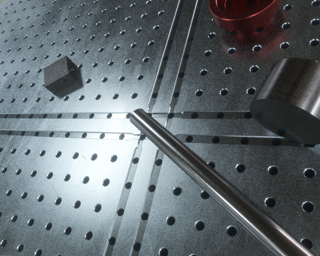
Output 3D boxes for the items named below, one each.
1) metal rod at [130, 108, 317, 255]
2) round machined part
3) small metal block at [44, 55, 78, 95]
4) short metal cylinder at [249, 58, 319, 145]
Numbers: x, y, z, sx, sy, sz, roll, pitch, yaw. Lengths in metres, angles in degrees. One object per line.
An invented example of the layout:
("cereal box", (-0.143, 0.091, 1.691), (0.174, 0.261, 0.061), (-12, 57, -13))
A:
("metal rod", (0.058, 0.060, 0.340), (0.025, 0.025, 0.300), (-46, 52, -4))
("round machined part", (0.123, -0.174, 0.439), (0.098, 0.042, 0.098), (-13, 56, 20))
("small metal block", (-0.180, -0.096, 0.559), (0.050, 0.025, 0.050), (-27, 53, 11))
("short metal cylinder", (0.140, -0.026, 0.315), (0.080, 0.080, 0.050), (23, 74, 36))
